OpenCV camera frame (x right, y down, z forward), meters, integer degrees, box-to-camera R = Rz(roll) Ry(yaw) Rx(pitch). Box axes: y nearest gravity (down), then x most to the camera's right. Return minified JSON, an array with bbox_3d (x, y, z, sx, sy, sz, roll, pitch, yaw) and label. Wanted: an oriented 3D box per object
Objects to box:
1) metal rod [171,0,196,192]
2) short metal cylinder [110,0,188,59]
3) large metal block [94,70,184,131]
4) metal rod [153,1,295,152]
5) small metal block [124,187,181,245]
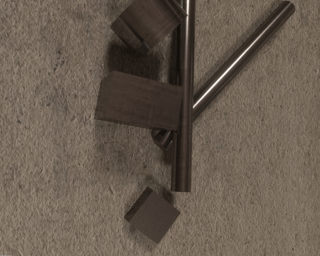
[{"bbox_3d":[0.031,-0.070,0.402,0.025,0.025,0.298,5,81,-20],"label":"metal rod"},{"bbox_3d":[-0.013,-0.129,0.376,0.080,0.080,0.050,-46,105,-14],"label":"short metal cylinder"},{"bbox_3d":[-0.028,-0.029,0.370,0.081,0.080,0.050,11,87,-20],"label":"large metal block"},{"bbox_3d":[0.100,-0.083,0.447,0.301,0.025,0.025,-46,105,-14],"label":"metal rod"},{"bbox_3d":[-0.010,0.114,0.407,0.050,0.025,0.050,42,77,-16],"label":"small metal block"}]
